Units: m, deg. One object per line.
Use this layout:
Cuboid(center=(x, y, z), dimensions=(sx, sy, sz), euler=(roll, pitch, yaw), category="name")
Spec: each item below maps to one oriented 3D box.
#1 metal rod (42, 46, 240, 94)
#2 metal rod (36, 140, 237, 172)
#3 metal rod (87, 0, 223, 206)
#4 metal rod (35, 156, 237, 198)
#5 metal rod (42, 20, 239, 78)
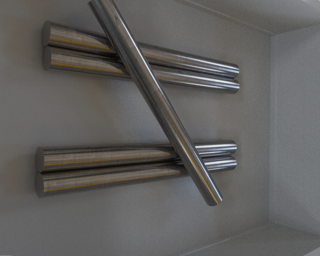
Cuboid(center=(0.003, -0.068, 0.406), dimensions=(0.302, 0.025, 0.025), euler=(1, 90, -40), category="metal rod")
Cuboid(center=(-0.002, 0.031, 0.402), dimensions=(0.302, 0.025, 0.025), euler=(0, 90, -40), category="metal rod")
Cuboid(center=(0.006, -0.017, 0.378), dimensions=(0.025, 0.025, 0.299), euler=(-46, 117, -30), category="metal rod")
Cuboid(center=(-0.003, 0.056, 0.402), dimensions=(0.302, 0.025, 0.025), euler=(0, 90, -40), category="metal rod")
Cuboid(center=(0.002, -0.093, 0.406), dimensions=(0.302, 0.025, 0.025), euler=(1, 90, -40), category="metal rod")
